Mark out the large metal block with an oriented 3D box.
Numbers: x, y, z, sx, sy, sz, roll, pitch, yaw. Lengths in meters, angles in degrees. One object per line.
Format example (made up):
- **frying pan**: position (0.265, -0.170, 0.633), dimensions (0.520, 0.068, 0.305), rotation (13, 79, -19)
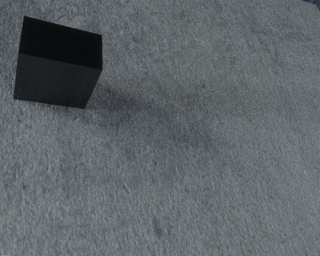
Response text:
- **large metal block**: position (-0.116, -0.068, 0.349), dimensions (0.081, 0.080, 0.050), rotation (8, 59, -25)
